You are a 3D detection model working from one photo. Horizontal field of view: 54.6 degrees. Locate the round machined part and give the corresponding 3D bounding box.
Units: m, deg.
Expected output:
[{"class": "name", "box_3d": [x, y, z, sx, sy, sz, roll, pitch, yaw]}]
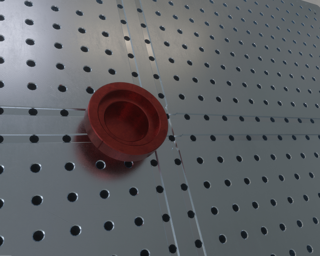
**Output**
[{"class": "round machined part", "box_3d": [-0.043, -0.004, 0.376, 0.099, 0.042, 0.098, 13, 56, -21]}]
